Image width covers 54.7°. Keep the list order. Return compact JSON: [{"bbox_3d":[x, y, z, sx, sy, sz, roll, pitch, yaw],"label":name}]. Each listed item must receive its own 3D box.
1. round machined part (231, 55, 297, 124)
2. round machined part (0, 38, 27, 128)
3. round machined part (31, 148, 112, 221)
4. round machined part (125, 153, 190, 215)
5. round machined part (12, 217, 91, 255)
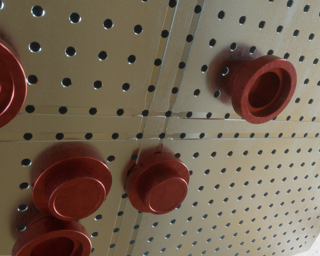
[{"bbox_3d":[0.143,-0.058,0.445,0.099,0.042,0.097,-14,125,-21],"label":"round machined part"},{"bbox_3d":[-0.175,-0.045,0.277,0.099,0.042,0.097,-14,125,-21],"label":"round machined part"},{"bbox_3d":[-0.108,0.078,0.390,0.099,0.042,0.097,-14,124,-21],"label":"round machined part"},{"bbox_3d":[0.002,0.089,0.458,0.099,0.042,0.097,-14,125,-21],"label":"round machined part"},{"bbox_3d":[-0.147,0.160,0.420,0.099,0.042,0.097,-14,125,-21],"label":"round machined part"}]
